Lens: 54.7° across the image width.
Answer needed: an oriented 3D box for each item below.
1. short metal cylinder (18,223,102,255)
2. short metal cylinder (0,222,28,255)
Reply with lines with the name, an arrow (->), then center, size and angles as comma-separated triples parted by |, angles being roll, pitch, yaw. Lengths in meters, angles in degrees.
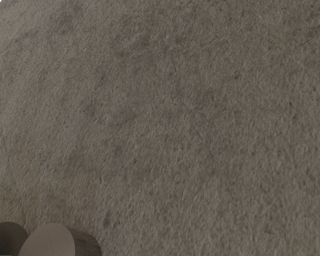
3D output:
short metal cylinder -> -0.114, 0.154, 0.351 | 0.080, 0.050, 0.080 | -13, 56, 20
short metal cylinder -> -0.210, 0.157, 0.380 | 0.050, 0.080, 0.080 | -7, 59, 24
